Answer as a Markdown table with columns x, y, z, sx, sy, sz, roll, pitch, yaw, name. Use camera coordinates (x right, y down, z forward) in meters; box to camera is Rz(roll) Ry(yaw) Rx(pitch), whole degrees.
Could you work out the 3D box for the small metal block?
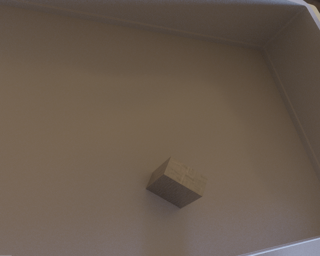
| x | y | z | sx | sy | sz | roll | pitch | yaw | name |
| --- | --- | --- | --- | --- | --- | --- | --- | --- | --- |
| 0.019 | 0.065 | 0.362 | 0.050 | 0.050 | 0.025 | 31 | 52 | -9 | small metal block |
